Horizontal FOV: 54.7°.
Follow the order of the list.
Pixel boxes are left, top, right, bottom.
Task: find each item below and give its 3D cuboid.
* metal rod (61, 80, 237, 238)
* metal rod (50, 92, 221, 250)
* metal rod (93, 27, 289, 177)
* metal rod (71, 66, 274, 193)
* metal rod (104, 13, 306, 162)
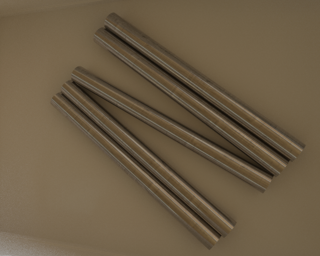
[{"bbox_3d":[-0.025,0.032,0.418,0.300,0.025,0.025,40,103,15],"label":"metal rod"},{"bbox_3d":[-0.042,0.049,0.424,0.300,0.025,0.025,40,103,15],"label":"metal rod"},{"bbox_3d":[0.028,-0.042,0.399,0.300,0.025,0.025,38,102,16],"label":"metal rod"},{"bbox_3d":[0.003,-0.006,0.408,0.300,0.025,0.025,30,100,17],"label":"metal rod"},{"bbox_3d":[0.045,-0.061,0.393,0.300,0.025,0.025,38,102,16],"label":"metal rod"}]
